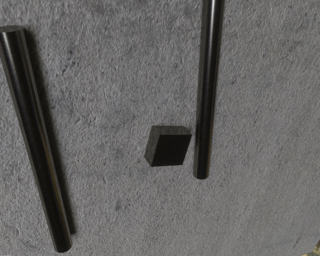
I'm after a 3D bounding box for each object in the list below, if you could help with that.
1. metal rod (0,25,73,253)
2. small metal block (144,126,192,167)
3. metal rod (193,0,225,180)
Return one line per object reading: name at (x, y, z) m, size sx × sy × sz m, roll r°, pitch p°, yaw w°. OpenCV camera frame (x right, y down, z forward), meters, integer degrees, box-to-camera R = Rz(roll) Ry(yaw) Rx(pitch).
metal rod at (-0.136, 0.038, 0.356) m, size 0.025 × 0.025 × 0.298 m, roll -14°, pitch 124°, yaw -21°
small metal block at (0.011, 0.025, 0.428) m, size 0.050 × 0.025 × 0.050 m, roll 1°, pitch 118°, yaw -29°
metal rod at (0.062, -0.053, 0.407) m, size 0.025 × 0.025 × 0.298 m, roll -14°, pitch 125°, yaw -21°
